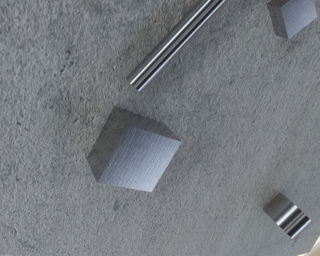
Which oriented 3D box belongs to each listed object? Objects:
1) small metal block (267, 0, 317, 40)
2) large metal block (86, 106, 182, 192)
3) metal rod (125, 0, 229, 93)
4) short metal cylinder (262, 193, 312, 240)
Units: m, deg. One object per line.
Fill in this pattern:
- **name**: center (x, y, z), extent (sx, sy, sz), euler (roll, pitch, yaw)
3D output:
- **small metal block**: center (0.175, -0.155, 0.409), extent (0.050, 0.025, 0.050), euler (-39, 130, -3)
- **large metal block**: center (-0.033, 0.029, 0.391), extent (0.080, 0.050, 0.080), euler (19, 108, -36)
- **metal rod**: center (0.073, -0.157, 0.350), extent (0.300, 0.025, 0.025), euler (-46, 130, 4)
- **short metal cylinder**: center (0.255, 0.177, 0.624), extent (0.050, 0.080, 0.080), euler (-46, 130, 3)
